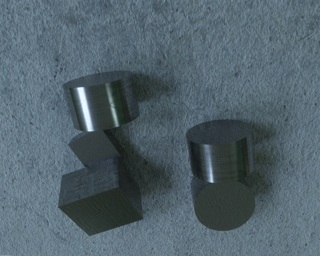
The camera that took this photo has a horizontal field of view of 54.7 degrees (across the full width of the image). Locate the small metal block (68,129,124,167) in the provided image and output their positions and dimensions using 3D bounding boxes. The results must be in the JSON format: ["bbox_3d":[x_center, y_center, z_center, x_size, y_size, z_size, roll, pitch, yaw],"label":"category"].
[{"bbox_3d":[-0.086,0.026,0.418,0.050,0.025,0.050,-29,108,10],"label":"small metal block"}]

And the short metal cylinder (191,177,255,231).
[{"bbox_3d":[0.085,0.095,0.432,0.081,0.050,0.079,0,110,0],"label":"short metal cylinder"}]

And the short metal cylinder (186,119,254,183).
[{"bbox_3d":[0.076,0.027,0.391,0.080,0.080,0.050,-9,110,3],"label":"short metal cylinder"}]

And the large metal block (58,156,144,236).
[{"bbox_3d":[-0.076,0.093,0.416,0.080,0.050,0.080,-19,132,7],"label":"large metal block"}]

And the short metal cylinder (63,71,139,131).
[{"bbox_3d":[-0.068,-0.034,0.367,0.080,0.080,0.050,-8,110,3],"label":"short metal cylinder"}]
